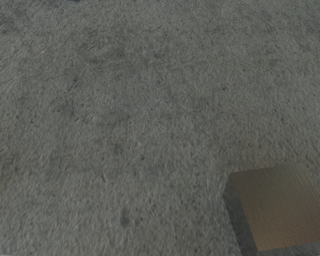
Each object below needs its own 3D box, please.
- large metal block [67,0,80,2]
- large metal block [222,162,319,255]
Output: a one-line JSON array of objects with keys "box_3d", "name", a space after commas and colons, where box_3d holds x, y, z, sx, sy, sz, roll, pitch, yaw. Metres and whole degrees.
[{"box_3d": [-0.193, -0.312, 0.647, 0.080, 0.050, 0.080, 13, 51, 10], "name": "large metal block"}, {"box_3d": [0.118, 0.087, 0.315, 0.081, 0.050, 0.080, -7, 51, -6], "name": "large metal block"}]
